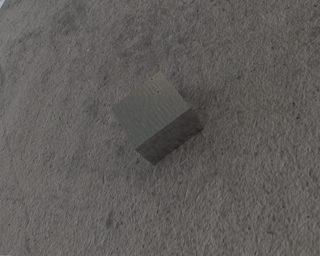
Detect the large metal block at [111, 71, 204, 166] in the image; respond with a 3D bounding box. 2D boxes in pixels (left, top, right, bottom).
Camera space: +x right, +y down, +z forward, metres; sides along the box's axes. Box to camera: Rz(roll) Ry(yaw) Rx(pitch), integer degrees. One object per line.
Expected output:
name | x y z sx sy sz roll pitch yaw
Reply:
large metal block | -0.004 -0.013 0.399 0.080 0.050 0.080 -37 51 3
